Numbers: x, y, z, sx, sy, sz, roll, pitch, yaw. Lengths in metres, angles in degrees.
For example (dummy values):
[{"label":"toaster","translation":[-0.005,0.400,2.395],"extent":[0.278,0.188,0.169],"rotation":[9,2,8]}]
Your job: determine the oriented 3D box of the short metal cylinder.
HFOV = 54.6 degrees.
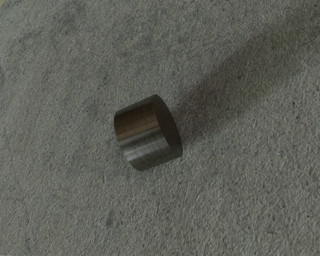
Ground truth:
[{"label":"short metal cylinder","translation":[-0.012,0.006,0.372],"extent":[0.050,0.080,0.080],"rotation":[-23,53,15]}]
